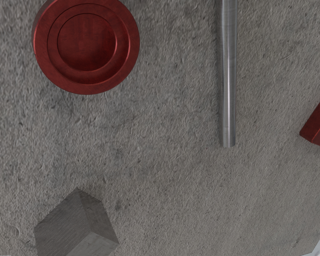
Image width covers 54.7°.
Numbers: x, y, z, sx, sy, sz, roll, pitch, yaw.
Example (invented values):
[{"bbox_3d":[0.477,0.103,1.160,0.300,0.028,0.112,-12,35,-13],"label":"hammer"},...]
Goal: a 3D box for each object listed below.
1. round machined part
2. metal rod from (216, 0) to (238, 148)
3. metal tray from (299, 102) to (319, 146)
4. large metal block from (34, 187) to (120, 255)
[{"bbox_3d":[-0.073,-0.085,0.303,0.099,0.042,0.097,-14,124,-21],"label":"round machined part"},{"bbox_3d":[0.085,-0.098,0.392,0.025,0.025,0.298,-21,127,-16],"label":"metal rod"},{"bbox_3d":[0.331,-0.005,0.582,0.131,0.030,0.089,16,110,-35],"label":"metal tray"},{"bbox_3d":[-0.109,0.139,0.398,0.080,0.080,0.050,-44,129,2],"label":"large metal block"}]
